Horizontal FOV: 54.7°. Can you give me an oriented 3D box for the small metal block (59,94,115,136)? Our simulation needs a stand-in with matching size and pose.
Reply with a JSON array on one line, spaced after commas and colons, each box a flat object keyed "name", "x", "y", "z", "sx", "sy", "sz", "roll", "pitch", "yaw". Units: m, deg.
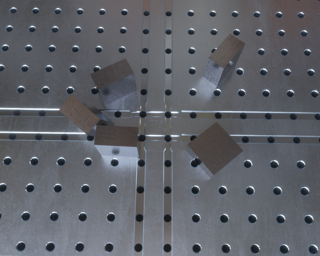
[{"name": "small metal block", "x": -0.093, "y": -0.014, "z": 0.400, "sx": 0.050, "sy": 0.050, "sz": 0.025, "roll": 39, "pitch": 93, "yaw": 13}]

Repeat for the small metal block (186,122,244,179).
[{"name": "small metal block", "x": 0.070, "y": 0.029, "z": 0.402, "sx": 0.050, "sy": 0.025, "sz": 0.050, "roll": -37, "pitch": 74, "yaw": -13}]

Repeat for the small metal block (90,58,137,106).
[{"name": "small metal block", "x": -0.061, "y": -0.061, "z": 0.420, "sx": 0.050, "sy": 0.050, "sz": 0.025, "roll": -27, "pitch": 73, "yaw": -10}]

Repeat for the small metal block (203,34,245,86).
[{"name": "small metal block", "x": 0.089, "y": -0.094, "z": 0.434, "sx": 0.025, "sy": 0.050, "sz": 0.050, "roll": 38, "pitch": 74, "yaw": 12}]

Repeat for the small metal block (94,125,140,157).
[{"name": "small metal block", "x": -0.052, "y": 0.018, "z": 0.391, "sx": 0.050, "sy": 0.050, "sz": 0.025, "roll": 3, "pitch": 70, "yaw": 0}]
